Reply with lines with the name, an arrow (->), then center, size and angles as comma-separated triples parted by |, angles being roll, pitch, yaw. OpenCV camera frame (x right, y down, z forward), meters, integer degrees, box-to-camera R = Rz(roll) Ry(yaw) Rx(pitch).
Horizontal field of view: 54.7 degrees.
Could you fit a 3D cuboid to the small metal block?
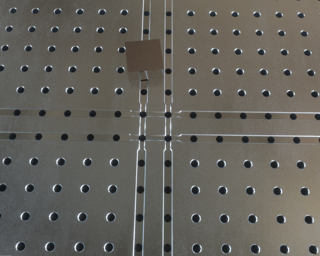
small metal block -> -0.022, -0.098, 0.447 | 0.050, 0.025, 0.050 | -6, 70, -3
